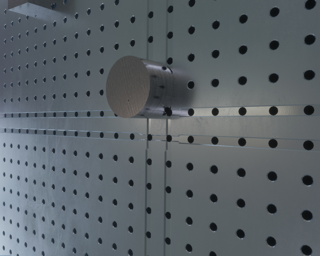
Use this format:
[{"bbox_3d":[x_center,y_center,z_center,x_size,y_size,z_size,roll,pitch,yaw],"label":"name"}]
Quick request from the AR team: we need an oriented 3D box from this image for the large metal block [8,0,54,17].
[{"bbox_3d":[-0.250,-0.269,0.600,0.080,0.050,0.079,5,93,40],"label":"large metal block"}]

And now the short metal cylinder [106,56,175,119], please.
[{"bbox_3d":[-0.027,-0.053,0.415,0.080,0.050,0.080,0,90,40],"label":"short metal cylinder"}]
